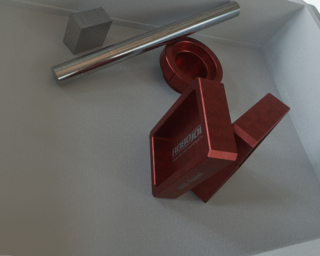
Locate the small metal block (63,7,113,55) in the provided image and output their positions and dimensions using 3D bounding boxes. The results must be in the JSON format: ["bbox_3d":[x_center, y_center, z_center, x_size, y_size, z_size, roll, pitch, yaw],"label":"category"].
[{"bbox_3d":[-0.098,-0.131,0.418,0.050,0.050,0.025,-32,80,-38],"label":"small metal block"}]

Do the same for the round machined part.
[{"bbox_3d":[0.043,-0.089,0.474,0.099,0.042,0.098,14,56,-21],"label":"round machined part"}]

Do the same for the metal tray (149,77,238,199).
[{"bbox_3d":[0.028,0.017,0.345,0.030,0.129,0.090,10,58,-23],"label":"metal tray"}]

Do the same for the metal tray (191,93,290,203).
[{"bbox_3d":[0.091,0.027,0.371,0.030,0.129,0.091,42,50,17],"label":"metal tray"}]

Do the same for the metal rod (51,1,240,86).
[{"bbox_3d":[-0.004,-0.127,0.436,0.302,0.025,0.025,-27,77,-23],"label":"metal rod"}]
